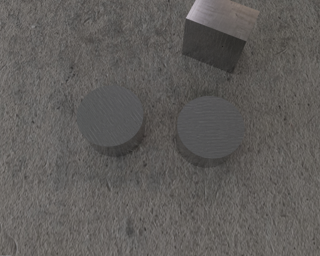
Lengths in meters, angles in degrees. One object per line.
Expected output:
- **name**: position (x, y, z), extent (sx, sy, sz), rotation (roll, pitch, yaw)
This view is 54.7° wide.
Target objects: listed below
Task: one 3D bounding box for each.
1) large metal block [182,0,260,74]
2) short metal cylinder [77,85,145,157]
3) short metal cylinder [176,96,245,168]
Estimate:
- **large metal block**: position (0.080, -0.129, 0.427), extent (0.080, 0.080, 0.050), rotation (24, 72, 8)
- **short metal cylinder**: position (-0.060, -0.008, 0.397), extent (0.081, 0.050, 0.080), rotation (0, 70, 0)
- **short metal cylinder**: position (0.061, 0.006, 0.393), extent (0.081, 0.050, 0.080), rotation (0, 70, 0)
